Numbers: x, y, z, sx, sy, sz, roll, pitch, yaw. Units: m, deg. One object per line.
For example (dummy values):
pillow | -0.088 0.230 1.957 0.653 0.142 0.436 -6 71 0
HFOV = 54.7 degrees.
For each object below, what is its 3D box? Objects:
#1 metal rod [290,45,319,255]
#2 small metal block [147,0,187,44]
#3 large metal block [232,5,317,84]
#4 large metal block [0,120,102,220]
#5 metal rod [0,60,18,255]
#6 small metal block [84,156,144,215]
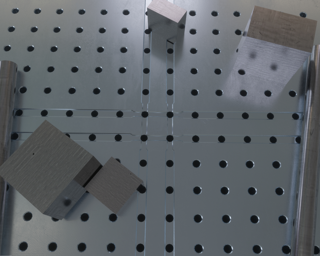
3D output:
metal rod | 0.197 0.022 0.404 0.025 0.025 0.299 13 70 5
small metal block | 0.010 -0.158 0.456 0.050 0.050 0.025 30 73 10
large metal block | 0.153 -0.111 0.424 0.080 0.080 0.050 16 71 6
large metal block | -0.129 0.050 0.374 0.080 0.050 0.080 33 73 19
metal rod | -0.205 0.050 0.391 0.025 0.025 0.299 -4 70 -2
small metal block | -0.056 0.072 0.385 0.050 0.025 0.050 36 74 12
